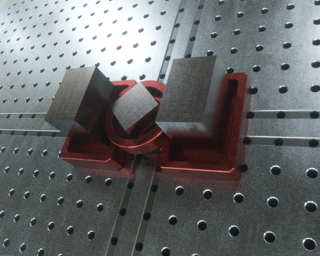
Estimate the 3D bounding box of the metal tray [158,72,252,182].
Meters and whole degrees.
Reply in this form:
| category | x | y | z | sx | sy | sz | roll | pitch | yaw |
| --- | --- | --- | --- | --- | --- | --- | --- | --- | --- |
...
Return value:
| category | x | y | z | sx | sy | sz | roll | pitch | yaw |
| --- | --- | --- | --- | --- | --- | --- | --- | --- | --- |
| metal tray | 0.057 | -0.004 | 0.377 | 0.090 | 0.030 | 0.130 | 0 | 61 | 28 |

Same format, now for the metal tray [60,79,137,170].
| category | x | y | z | sx | sy | sz | roll | pitch | yaw |
| --- | --- | --- | --- | --- | --- | --- | --- | --- | --- |
| metal tray | -0.082 | -0.007 | 0.452 | 0.090 | 0.030 | 0.130 | 1 | 62 | 28 |

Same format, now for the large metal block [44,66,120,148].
| category | x | y | z | sx | sy | sz | roll | pitch | yaw |
| --- | --- | --- | --- | --- | --- | --- | --- | --- | --- |
| large metal block | -0.097 | -0.026 | 0.423 | 0.050 | 0.080 | 0.080 | 1 | 62 | 29 |

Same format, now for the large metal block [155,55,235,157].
| category | x | y | z | sx | sy | sz | roll | pitch | yaw |
| --- | --- | --- | --- | --- | --- | --- | --- | --- | --- |
| large metal block | 0.044 | -0.022 | 0.346 | 0.050 | 0.080 | 0.080 | 2 | 63 | 29 |

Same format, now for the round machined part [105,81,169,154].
| category | x | y | z | sx | sy | sz | roll | pitch | yaw |
| --- | --- | --- | --- | --- | --- | --- | --- | --- | --- |
| round machined part | -0.018 | -0.010 | 0.402 | 0.098 | 0.042 | 0.098 | -13 | 56 | 21 |

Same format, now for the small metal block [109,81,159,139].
| category | x | y | z | sx | sy | sz | roll | pitch | yaw |
| --- | --- | --- | --- | --- | --- | --- | --- | --- | --- |
| small metal block | -0.028 | -0.022 | 0.384 | 0.050 | 0.025 | 0.050 | -39 | 51 | 2 |
